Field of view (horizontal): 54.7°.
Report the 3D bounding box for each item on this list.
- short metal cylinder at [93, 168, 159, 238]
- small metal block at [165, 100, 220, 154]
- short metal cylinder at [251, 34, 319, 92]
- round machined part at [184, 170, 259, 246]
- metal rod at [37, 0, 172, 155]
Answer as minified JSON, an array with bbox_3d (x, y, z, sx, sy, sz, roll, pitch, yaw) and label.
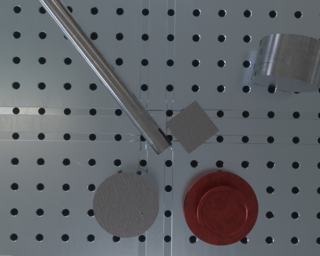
[{"bbox_3d":[-0.041,0.093,0.401,0.081,0.050,0.079,0,90,0],"label":"short metal cylinder"},{"bbox_3d":[0.042,-0.001,0.414,0.050,0.025,0.050,-38,90,0],"label":"small metal block"},{"bbox_3d":[0.161,-0.079,0.387,0.080,0.080,0.050,13,90,0],"label":"short metal cylinder"},{"bbox_3d":[0.080,0.106,0.406,0.099,0.042,0.097,0,90,0],"label":"round machined part"},{"bbox_3d":[-0.085,-0.090,0.412,0.025,0.025,0.300,-38,90,0],"label":"metal rod"}]
